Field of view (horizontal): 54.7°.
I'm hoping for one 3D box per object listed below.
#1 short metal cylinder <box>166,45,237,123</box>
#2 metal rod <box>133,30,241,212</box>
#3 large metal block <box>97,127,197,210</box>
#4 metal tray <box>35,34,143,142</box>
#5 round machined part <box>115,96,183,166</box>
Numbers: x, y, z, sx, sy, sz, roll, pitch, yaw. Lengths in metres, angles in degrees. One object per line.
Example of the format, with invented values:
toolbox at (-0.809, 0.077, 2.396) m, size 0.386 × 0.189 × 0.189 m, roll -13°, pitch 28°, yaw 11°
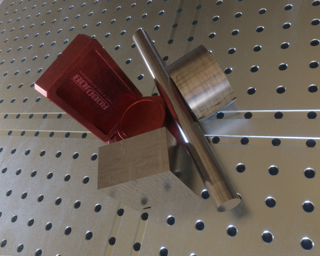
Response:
short metal cylinder at (0.049, -0.053, 0.377) m, size 0.050 × 0.080 × 0.080 m, roll -32°, pitch 52°, yaw 7°
metal rod at (0.018, -0.033, 0.391) m, size 0.025 × 0.025 × 0.300 m, roll -31°, pitch 52°, yaw 8°
large metal block at (-0.013, 0.049, 0.348) m, size 0.080 × 0.080 × 0.050 m, roll -18°, pitch 55°, yaw 18°
metal tray at (-0.087, -0.048, 0.415) m, size 0.030 × 0.130 × 0.090 m, roll 31°, pitch 79°, yaw 37°
round machined part at (-0.017, -0.002, 0.406) m, size 0.098 × 0.042 × 0.098 m, roll -13°, pitch 56°, yaw 20°
